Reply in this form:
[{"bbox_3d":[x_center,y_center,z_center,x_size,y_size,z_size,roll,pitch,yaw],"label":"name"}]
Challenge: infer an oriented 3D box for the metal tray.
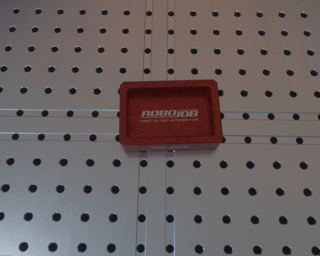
[{"bbox_3d":[0.013,-0.017,0.415,0.131,0.030,0.090,-2,70,-1],"label":"metal tray"}]
